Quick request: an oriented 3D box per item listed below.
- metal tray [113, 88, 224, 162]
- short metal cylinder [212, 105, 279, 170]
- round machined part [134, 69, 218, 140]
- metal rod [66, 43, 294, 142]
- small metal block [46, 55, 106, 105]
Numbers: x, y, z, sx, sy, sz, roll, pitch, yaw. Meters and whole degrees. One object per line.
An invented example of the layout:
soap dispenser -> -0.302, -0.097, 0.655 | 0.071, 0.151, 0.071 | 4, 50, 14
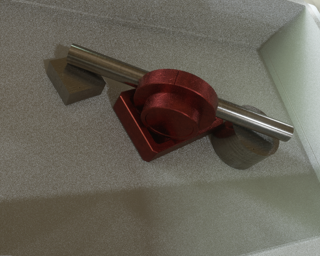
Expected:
metal tray -> 0.014, -0.019, 0.420 | 0.131, 0.030, 0.090 | -21, 73, -36
short metal cylinder -> 0.123, 0.014, 0.448 | 0.081, 0.050, 0.080 | 14, 56, -21
round machined part -> 0.016, -0.021, 0.363 | 0.099, 0.098, 0.042 | 25, 61, -14
metal rod -> 0.033, -0.041, 0.396 | 0.302, 0.025, 0.025 | 19, 54, -10
small metal block -> -0.104, -0.062, 0.386 | 0.050, 0.025, 0.050 | -25, 75, -37
